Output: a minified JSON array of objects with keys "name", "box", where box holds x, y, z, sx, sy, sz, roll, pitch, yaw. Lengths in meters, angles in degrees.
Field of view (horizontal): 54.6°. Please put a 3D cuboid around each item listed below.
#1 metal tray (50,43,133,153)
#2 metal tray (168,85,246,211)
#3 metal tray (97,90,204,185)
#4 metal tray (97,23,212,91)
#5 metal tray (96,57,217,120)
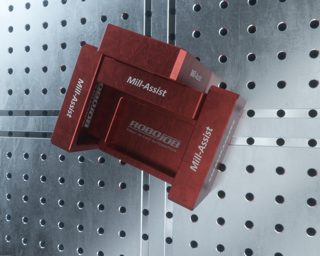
[{"name":"metal tray","box":[-0.085,-0.035,0.408,0.030,0.090,0.129,23,98,18]},{"name":"metal tray","box":[0.057,0.021,0.357,0.030,0.090,0.129,23,98,18]},{"name":"metal tray","box":[-0.010,0.011,0.413,0.130,0.030,0.090,23,98,18]},{"name":"metal tray","box":[0.001,-0.075,0.356,0.090,0.130,0.030,24,99,18]},{"name":"metal tray","box":[0.001,-0.046,0.378,0.130,0.090,0.030,23,98,18]}]
